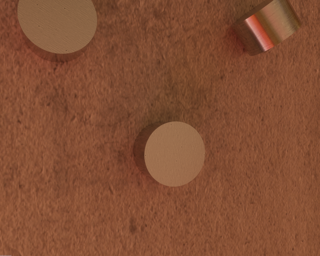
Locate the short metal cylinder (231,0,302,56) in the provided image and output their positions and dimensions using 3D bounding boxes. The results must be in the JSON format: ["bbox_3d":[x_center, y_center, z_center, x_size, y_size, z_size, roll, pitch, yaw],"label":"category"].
[{"bbox_3d":[0.148,-0.146,0.436,0.080,0.080,0.050,-41,103,-16],"label":"short metal cylinder"}]

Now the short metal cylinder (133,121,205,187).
[{"bbox_3d":[0.011,0.032,0.401,0.081,0.050,0.079,0,90,-21],"label":"short metal cylinder"}]

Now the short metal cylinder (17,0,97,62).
[{"bbox_3d":[-0.116,-0.119,0.353,0.081,0.050,0.079,0,90,-21],"label":"short metal cylinder"}]
